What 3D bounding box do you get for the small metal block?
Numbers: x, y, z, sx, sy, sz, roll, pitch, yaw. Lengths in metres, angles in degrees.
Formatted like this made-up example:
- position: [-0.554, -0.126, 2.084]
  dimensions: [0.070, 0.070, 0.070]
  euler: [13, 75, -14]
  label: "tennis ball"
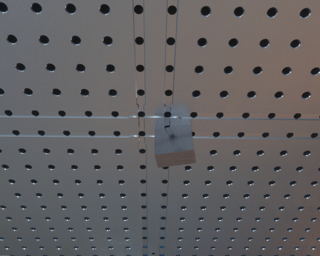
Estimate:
- position: [0.020, 0.024, 0.416]
  dimensions: [0.050, 0.050, 0.025]
  euler: [-8, 130, 6]
  label: "small metal block"
